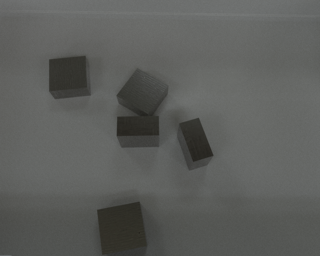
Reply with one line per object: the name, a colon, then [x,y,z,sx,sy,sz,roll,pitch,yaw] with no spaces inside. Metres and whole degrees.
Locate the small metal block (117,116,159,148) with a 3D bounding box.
small metal block: [-0.026,0.006,0.394,0.050,0.050,0.025,-1,70,-1]

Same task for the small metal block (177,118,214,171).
small metal block: [0.043,0.022,0.389,0.025,0.050,0.050,-16,71,-6]

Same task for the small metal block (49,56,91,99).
small metal block: [-0.126,-0.071,0.434,0.050,0.025,0.050,-6,70,-3]

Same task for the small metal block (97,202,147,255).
small metal block: [-0.044,0.118,0.366,0.050,0.025,0.050,-10,70,-4]

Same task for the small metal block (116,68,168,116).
small metal block: [-0.023,-0.046,0.426,0.050,0.025,0.050,31,73,10]
